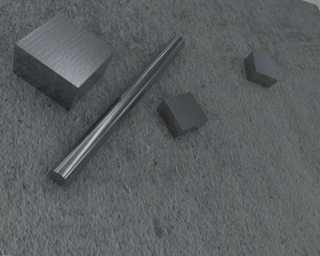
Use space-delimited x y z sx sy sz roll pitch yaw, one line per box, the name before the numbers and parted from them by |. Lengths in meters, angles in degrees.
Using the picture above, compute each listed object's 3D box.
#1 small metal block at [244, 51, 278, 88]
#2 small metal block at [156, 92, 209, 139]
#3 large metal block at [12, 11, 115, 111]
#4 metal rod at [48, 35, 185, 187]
small metal block | 0.187 -0.108 0.573 0.050 0.025 0.050 16 55 -20
small metal block | 0.032 -0.019 0.434 0.050 0.025 0.050 -20 73 -36
large metal block | -0.115 -0.081 0.376 0.080 0.050 0.080 36 51 -5
metal rod | -0.037 -0.044 0.411 0.025 0.025 0.301 38 51 -4
